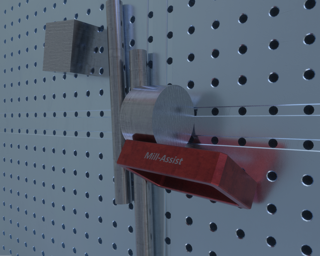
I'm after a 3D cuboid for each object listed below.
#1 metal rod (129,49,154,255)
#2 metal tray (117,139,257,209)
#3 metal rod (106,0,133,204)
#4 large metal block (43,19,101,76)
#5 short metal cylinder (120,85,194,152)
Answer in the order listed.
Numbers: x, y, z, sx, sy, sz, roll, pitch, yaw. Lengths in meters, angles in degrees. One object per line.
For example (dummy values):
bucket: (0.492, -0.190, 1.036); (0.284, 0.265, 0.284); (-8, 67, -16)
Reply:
metal rod: (-0.025, 0.042, 0.430); (0.025, 0.025, 0.298); (-4, 88, 40)
metal tray: (0.028, 0.050, 0.341); (0.130, 0.090, 0.030); (5, 67, 40)
metal rod: (-0.061, -0.040, 0.459); (0.025, 0.025, 0.298); (-5, 87, 40)
large metal block: (-0.148, -0.131, 0.515); (0.080, 0.050, 0.079); (11, 97, 39)
short metal cylinder: (-0.002, -0.012, 0.375); (0.050, 0.081, 0.079); (5, 93, 40)
